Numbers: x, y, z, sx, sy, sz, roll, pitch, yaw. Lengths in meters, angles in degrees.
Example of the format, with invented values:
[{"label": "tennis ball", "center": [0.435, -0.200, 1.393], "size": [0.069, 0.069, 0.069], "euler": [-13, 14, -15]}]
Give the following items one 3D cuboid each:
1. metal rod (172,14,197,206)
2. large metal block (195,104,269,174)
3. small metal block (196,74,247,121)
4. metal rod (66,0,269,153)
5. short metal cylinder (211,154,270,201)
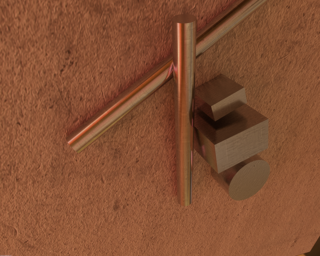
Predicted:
[{"label": "metal rod", "center": [0.032, 0.004, 0.407], "size": [0.025, 0.025, 0.298], "euler": [-20, 133, -17]}, {"label": "large metal block", "center": [0.089, 0.005, 0.425], "size": [0.081, 0.080, 0.050], "euler": [-24, 128, -14]}, {"label": "small metal block", "center": [0.077, -0.042, 0.409], "size": [0.050, 0.050, 0.025], "euler": [-30, 129, -10]}, {"label": "metal rod", "center": [0.014, -0.075, 0.369], "size": [0.300, 0.025, 0.025], "euler": [-39, 130, -2]}, {"label": "short metal cylinder", "center": [0.132, 0.072, 0.510], "size": [0.081, 0.050, 0.079], "euler": [-14, 125, -21]}]
